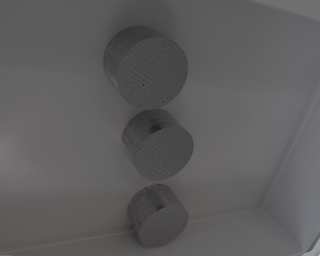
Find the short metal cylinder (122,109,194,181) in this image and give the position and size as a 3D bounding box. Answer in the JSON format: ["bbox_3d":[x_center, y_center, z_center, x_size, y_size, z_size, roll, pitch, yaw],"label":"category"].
[{"bbox_3d":[-0.003,0.021,0.404,0.081,0.050,0.079,-14,124,-21],"label":"short metal cylinder"}]

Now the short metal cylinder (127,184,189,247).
[{"bbox_3d":[-0.004,0.133,0.473,0.081,0.050,0.079,-14,124,-21],"label":"short metal cylinder"}]

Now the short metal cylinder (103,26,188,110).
[{"bbox_3d":[-0.016,-0.067,0.342,0.081,0.050,0.079,-14,124,-21],"label":"short metal cylinder"}]
